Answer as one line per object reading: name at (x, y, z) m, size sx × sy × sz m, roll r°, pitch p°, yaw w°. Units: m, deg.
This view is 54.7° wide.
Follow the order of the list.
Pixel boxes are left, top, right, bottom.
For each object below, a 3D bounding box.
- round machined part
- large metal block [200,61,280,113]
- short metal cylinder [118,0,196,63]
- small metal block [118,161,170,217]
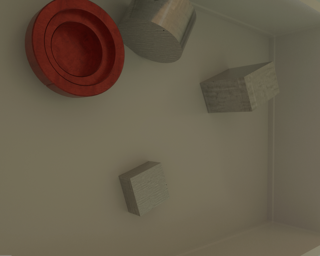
round machined part at (-0.089, -0.080, 0.322) m, size 0.099 × 0.042 × 0.097 m, roll 0°, pitch 90°, yaw -40°
large metal block at (0.123, -0.062, 0.476) m, size 0.081 × 0.080 × 0.050 m, roll -29°, pitch 109°, yaw -36°
short metal cylinder at (-0.003, -0.122, 0.370) m, size 0.080 × 0.080 × 0.050 m, roll 35°, pitch 69°, yaw -35°
small metal block at (-0.019, 0.075, 0.393) m, size 0.050 × 0.025 × 0.050 m, roll -23°, pitch 105°, yaw -38°
